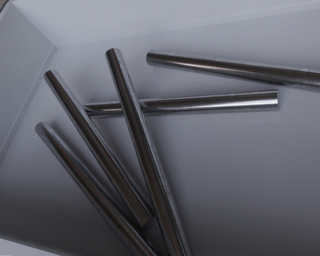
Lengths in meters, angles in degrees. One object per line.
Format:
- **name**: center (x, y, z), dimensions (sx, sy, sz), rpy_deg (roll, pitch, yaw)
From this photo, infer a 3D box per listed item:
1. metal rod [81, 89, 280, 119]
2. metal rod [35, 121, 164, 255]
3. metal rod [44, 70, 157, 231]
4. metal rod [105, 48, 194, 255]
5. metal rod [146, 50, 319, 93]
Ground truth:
- **metal rod**: center (0.002, -0.029, 0.422), dimensions (0.300, 0.025, 0.025), rpy_deg (-1, 61, 27)
- **metal rod**: center (-0.098, 0.071, 0.413), dimensions (0.025, 0.025, 0.300), rpy_deg (-48, 51, -6)
- **metal rod**: center (-0.094, 0.011, 0.426), dimensions (0.025, 0.025, 0.300), rpy_deg (-41, 58, 0)
- **metal rod**: center (-0.023, 0.012, 0.387), dimensions (0.025, 0.025, 0.299), rpy_deg (-27, 60, 11)
- **metal rod**: center (0.106, -0.073, 0.394), dimensions (0.300, 0.025, 0.025), rpy_deg (17, 71, 34)
